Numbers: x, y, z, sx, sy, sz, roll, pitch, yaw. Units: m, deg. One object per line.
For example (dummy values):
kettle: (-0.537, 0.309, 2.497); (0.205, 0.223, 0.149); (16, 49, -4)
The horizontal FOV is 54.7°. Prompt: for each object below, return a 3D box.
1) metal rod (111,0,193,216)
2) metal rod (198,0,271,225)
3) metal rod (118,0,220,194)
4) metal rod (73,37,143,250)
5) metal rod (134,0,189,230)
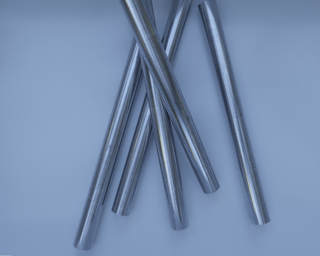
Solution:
metal rod: (-0.010, -0.031, 0.411); (0.025, 0.025, 0.298); (16, 90, -1)
metal rod: (0.099, -0.021, 0.412); (0.025, 0.025, 0.298); (-14, 90, 0)
metal rod: (0.010, -0.047, 0.361); (0.025, 0.025, 0.299); (-25, 111, 0)
metal rod: (-0.061, 0.013, 0.410); (0.025, 0.025, 0.298); (16, 90, -1)
metal rod: (0.001, -0.015, 0.389); (0.025, 0.025, 0.298); (-10, 99, 0)
